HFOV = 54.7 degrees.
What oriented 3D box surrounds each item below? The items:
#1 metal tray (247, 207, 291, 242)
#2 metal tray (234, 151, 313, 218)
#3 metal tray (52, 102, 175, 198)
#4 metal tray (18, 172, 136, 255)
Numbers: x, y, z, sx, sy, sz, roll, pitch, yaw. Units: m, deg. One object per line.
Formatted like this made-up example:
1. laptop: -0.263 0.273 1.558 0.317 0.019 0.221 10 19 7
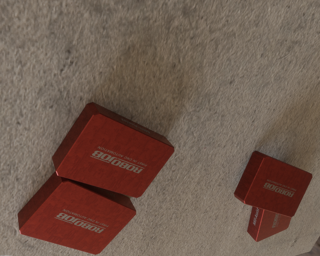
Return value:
1. metal tray: 0.234 0.169 0.640 0.091 0.030 0.129 -14 124 -21
2. metal tray: 0.205 0.103 0.557 0.131 0.030 0.090 21 95 -26
3. metal tray: -0.055 0.033 0.395 0.131 0.030 0.090 27 104 -38
4. metal tray: -0.107 0.116 0.418 0.090 0.030 0.130 -48 129 5
